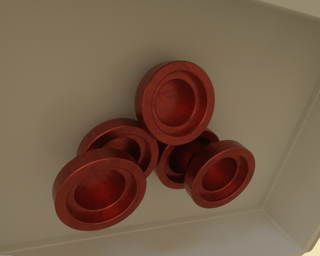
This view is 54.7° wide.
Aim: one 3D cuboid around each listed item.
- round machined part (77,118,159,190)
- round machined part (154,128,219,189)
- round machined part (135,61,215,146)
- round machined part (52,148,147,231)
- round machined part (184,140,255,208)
[{"bbox_3d":[-0.054,0.030,0.385,0.099,0.042,0.097,-14,124,-21],"label":"round machined part"},{"bbox_3d":[0.033,0.035,0.435,0.099,0.042,0.097,-14,124,-21],"label":"round machined part"},{"bbox_3d":[0.014,-0.031,0.371,0.099,0.042,0.097,-7,104,-29],"label":"round machined part"},{"bbox_3d":[-0.068,0.063,0.343,0.099,0.042,0.097,-14,124,-21],"label":"round machined part"},{"bbox_3d":[0.075,0.057,0.419,0.099,0.042,0.097,-14,124,-21],"label":"round machined part"}]
